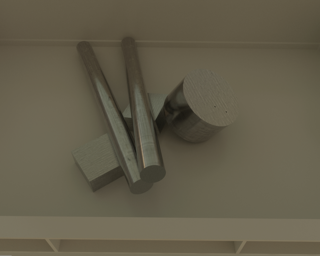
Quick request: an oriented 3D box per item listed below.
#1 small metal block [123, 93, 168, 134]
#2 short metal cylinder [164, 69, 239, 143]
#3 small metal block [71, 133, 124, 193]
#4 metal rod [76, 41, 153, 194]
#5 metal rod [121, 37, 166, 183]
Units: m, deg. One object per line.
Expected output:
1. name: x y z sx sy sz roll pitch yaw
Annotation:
1. small metal block: -0.016 -0.021 0.415 0.050 0.025 0.050 7 48 25
2. short metal cylinder: 0.052 -0.028 0.392 0.081 0.050 0.080 13 59 -23
3. small metal block: -0.070 0.040 0.371 0.050 0.025 0.050 -28 56 -22
4. metal rod: -0.072 -0.037 0.415 0.025 0.025 0.300 -16 46 -14
5. metal rod: -0.030 -0.049 0.410 0.025 0.025 0.300 -7 39 -6
